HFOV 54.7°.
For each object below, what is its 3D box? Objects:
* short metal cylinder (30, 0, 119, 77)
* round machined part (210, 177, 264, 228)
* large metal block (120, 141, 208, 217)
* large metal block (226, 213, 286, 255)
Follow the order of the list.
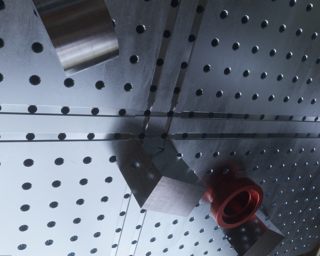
[{"bbox_3d":[-0.077,-0.092,0.277,0.050,0.080,0.080,-25,128,-13],"label":"short metal cylinder"},{"bbox_3d":[0.130,0.126,0.549,0.099,0.042,0.097,-14,124,-21],"label":"round machined part"},{"bbox_3d":[0.003,0.069,0.420,0.080,0.080,0.050,22,106,-36],"label":"large metal block"},{"bbox_3d":[0.200,0.229,0.646,0.080,0.050,0.080,33,100,-38],"label":"large metal block"}]
